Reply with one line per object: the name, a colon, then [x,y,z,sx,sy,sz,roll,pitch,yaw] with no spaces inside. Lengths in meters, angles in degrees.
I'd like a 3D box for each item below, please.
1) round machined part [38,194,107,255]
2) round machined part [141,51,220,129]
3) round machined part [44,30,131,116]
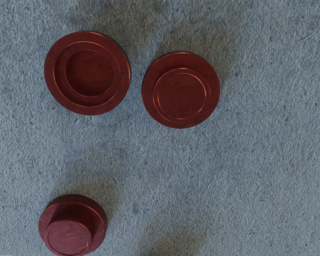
round machined part: [-0.129,0.150,0.455,0.099,0.042,0.097,0,110,0]
round machined part: [0.026,-0.044,0.385,0.099,0.042,0.097,0,110,0]
round machined part: [-0.084,-0.067,0.375,0.099,0.042,0.097,0,110,0]
